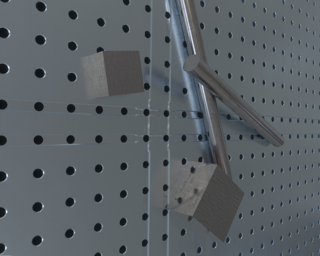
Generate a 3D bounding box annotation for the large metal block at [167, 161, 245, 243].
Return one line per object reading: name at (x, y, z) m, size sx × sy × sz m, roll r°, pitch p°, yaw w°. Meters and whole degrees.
large metal block at (0.069, 0.106, 0.451) m, size 0.080 × 0.050 × 0.080 m, roll 46°, pitch 63°, yaw -31°

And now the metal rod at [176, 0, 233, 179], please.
metal rod at (0.068, -0.059, 0.466) m, size 0.025 × 0.025 × 0.298 m, roll -24°, pitch 105°, yaw -37°

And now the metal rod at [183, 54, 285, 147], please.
metal rod at (0.135, -0.029, 0.500) m, size 0.301 × 0.025 × 0.025 m, roll 30°, pitch 71°, yaw -43°

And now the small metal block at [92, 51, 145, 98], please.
small metal block at (-0.049, -0.064, 0.368) m, size 0.050 × 0.025 × 0.050 m, roll -12°, pitch 98°, yaw -39°
